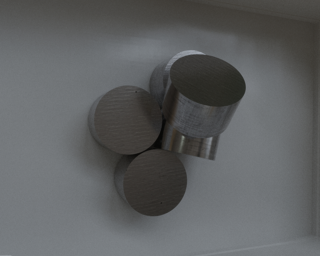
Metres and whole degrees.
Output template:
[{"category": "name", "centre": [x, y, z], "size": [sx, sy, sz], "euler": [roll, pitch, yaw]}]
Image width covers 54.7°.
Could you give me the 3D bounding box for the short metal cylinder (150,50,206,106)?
[{"category": "short metal cylinder", "centre": [0.033, -0.057, 0.409], "size": [0.081, 0.050, 0.079], "euler": [0, 90, -21]}]

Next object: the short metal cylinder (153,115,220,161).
[{"category": "short metal cylinder", "centre": [0.035, 0.009, 0.394], "size": [0.081, 0.080, 0.050], "euler": [14, 85, -20]}]

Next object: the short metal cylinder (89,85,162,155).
[{"category": "short metal cylinder", "centre": [-0.044, -0.009, 0.379], "size": [0.081, 0.050, 0.079], "euler": [0, 90, -21]}]

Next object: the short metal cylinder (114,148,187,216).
[{"category": "short metal cylinder", "centre": [-0.013, 0.065, 0.391], "size": [0.081, 0.050, 0.079], "euler": [0, 90, -21]}]

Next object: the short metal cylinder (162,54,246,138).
[{"category": "short metal cylinder", "centre": [0.046, -0.036, 0.339], "size": [0.081, 0.050, 0.080], "euler": [6, 50, -7]}]
